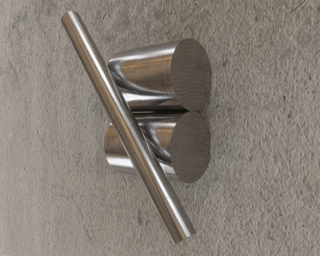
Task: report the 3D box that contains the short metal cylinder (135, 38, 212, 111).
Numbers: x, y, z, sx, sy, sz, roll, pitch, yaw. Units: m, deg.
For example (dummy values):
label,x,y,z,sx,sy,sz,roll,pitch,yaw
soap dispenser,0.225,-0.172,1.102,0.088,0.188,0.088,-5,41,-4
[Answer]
label,x,y,z,sx,sy,sz,roll,pitch,yaw
short metal cylinder,0.017,-0.059,0.357,0.050,0.081,0.079,1,91,40

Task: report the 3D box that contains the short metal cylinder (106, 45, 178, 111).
label,x,y,z,sx,sy,sz,roll,pitch,yaw
short metal cylinder,-0.021,-0.060,0.389,0.050,0.081,0.079,1,91,40

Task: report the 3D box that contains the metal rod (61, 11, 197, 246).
label,x,y,z,sx,sy,sz,roll,pitch,yaw
metal rod,-0.046,-0.019,0.340,0.025,0.025,0.299,-44,64,31

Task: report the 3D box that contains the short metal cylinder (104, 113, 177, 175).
label,x,y,z,sx,sy,sz,roll,pitch,yaw
short metal cylinder,-0.022,0.021,0.389,0.050,0.081,0.079,1,91,40

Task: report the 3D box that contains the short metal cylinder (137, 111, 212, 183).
label,x,y,z,sx,sy,sz,roll,pitch,yaw
short metal cylinder,0.017,0.021,0.357,0.050,0.081,0.079,1,91,40
